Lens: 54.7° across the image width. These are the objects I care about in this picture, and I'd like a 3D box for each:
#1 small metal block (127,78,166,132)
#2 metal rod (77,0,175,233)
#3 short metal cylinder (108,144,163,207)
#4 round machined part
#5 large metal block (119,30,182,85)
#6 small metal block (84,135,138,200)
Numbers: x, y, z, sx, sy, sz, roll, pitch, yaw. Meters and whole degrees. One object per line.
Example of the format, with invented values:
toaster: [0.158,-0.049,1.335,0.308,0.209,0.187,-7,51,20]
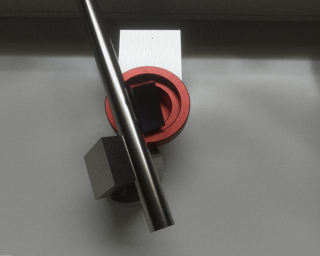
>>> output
small metal block: [-0.017,-0.028,0.354,0.025,0.050,0.050,-16,106,-10]
metal rod: [-0.046,-0.036,0.346,0.025,0.025,0.299,-18,71,-7]
short metal cylinder: [-0.037,0.053,0.376,0.081,0.050,0.080,0,70,0]
round machined part: [-0.014,-0.022,0.376,0.099,0.042,0.098,0,70,-1]
large metal block: [-0.013,-0.085,0.424,0.081,0.050,0.080,0,70,-1]
small metal block: [-0.053,0.042,0.324,0.025,0.050,0.050,-5,65,-38]
